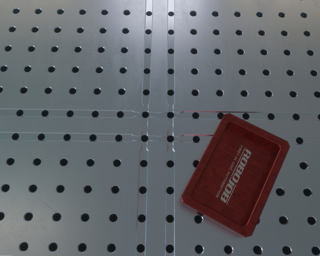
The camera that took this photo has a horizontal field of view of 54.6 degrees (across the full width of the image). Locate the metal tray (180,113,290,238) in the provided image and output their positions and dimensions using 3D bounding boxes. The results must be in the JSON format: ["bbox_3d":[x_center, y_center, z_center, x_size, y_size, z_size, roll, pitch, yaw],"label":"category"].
[{"bbox_3d":[0.093,0.057,0.388,0.090,0.030,0.130,28,72,9],"label":"metal tray"}]
